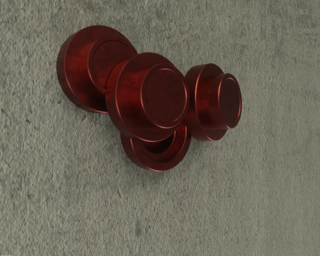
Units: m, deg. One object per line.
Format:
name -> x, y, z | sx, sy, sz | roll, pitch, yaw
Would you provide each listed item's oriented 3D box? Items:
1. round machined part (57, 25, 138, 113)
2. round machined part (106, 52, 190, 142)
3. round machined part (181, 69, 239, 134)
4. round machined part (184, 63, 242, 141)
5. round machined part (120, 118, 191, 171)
round machined part -> -0.059, -0.066, 0.346 | 0.099, 0.042, 0.097 | 0, 90, -40
round machined part -> -0.006, -0.034, 0.337 | 0.099, 0.042, 0.097 | 0, 90, -40
round machined part -> 0.081, -0.040, 0.465 | 0.099, 0.042, 0.097 | 0, 90, -40
round machined part -> 0.070, -0.032, 0.388 | 0.099, 0.042, 0.097 | 3, 87, -53
round machined part -> -0.009, 0.004, 0.389 | 0.099, 0.042, 0.097 | 0, 90, -40
